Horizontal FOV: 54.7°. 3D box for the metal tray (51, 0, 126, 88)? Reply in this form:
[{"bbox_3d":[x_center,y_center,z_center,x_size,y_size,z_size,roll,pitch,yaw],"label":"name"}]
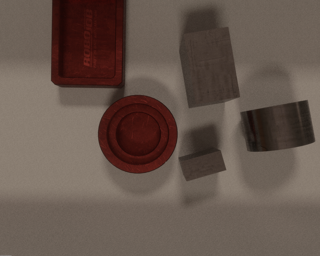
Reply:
[{"bbox_3d":[-0.092,-0.119,0.407,0.091,0.030,0.129,1,90,-1],"label":"metal tray"}]

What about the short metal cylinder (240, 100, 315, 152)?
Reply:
[{"bbox_3d":[0.145,-0.003,0.386,0.080,0.080,0.050,-10,90,0],"label":"short metal cylinder"}]

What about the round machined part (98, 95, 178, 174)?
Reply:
[{"bbox_3d":[-0.027,0.008,0.403,0.099,0.042,0.097,0,90,-1],"label":"round machined part"}]

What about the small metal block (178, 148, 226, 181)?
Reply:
[{"bbox_3d":[0.053,0.046,0.400,0.050,0.050,0.025,-16,90,0],"label":"small metal block"}]

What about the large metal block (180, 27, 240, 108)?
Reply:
[{"bbox_3d":[0.058,-0.070,0.385,0.050,0.080,0.080,-10,90,0],"label":"large metal block"}]
